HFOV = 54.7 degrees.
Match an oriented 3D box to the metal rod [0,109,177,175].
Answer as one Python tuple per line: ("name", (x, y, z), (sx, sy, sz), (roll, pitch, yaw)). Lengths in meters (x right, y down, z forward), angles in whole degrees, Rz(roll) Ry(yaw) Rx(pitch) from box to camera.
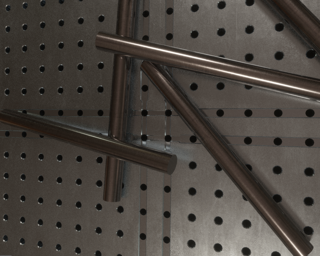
("metal rod", (-0.116, 0.012, 0.431), (0.301, 0.025, 0.025), (13, 95, 26))

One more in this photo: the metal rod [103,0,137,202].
("metal rod", (-0.055, -0.048, 0.430), (0.025, 0.025, 0.298), (5, 92, 19))

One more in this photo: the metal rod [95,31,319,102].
("metal rod", (0.062, -0.075, 0.375), (0.301, 0.025, 0.025), (16, 95, 13))

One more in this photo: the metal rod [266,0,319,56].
("metal rod", (0.165, -0.120, 0.354), (0.025, 0.025, 0.299), (-41, 78, 15))

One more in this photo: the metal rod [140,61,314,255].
("metal rod", (0.074, 0.027, 0.385), (0.025, 0.025, 0.300), (-42, 77, 15))
